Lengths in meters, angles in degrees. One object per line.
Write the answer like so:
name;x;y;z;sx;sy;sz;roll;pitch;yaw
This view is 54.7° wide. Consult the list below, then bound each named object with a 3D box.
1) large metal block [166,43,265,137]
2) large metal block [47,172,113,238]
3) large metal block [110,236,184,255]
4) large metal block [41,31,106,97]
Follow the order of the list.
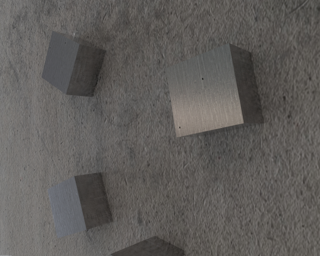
large metal block;0.059;-0.036;0.340;0.080;0.050;0.080;-14;81;39
large metal block;-0.129;0.123;0.496;0.080;0.050;0.080;-27;73;37
large metal block;-0.019;0.192;0.385;0.050;0.081;0.079;12;98;39
large metal block;-0.143;-0.104;0.507;0.080;0.050;0.079;32;110;35
